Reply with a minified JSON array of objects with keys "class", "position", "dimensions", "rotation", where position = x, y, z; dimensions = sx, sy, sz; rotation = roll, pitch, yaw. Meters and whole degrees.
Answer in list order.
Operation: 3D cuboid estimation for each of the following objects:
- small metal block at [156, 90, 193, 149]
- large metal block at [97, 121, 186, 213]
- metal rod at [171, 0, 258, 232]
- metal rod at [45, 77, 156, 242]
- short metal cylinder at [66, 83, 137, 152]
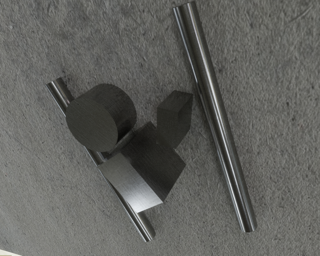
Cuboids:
[{"class":"small metal block","position":[0.018,-0.011,0.373],"dimensions":[0.025,0.050,0.050],"rotation":[15,124,20]},{"class":"large metal block","position":[-0.021,0.050,0.412],"dimensions":[0.050,0.080,0.080],"rotation":[-32,101,38]},{"class":"metal rod","position":[0.072,0.004,0.370],"dimensions":[0.025,0.025,0.298],"rotation":[-7,115,31]},{"class":"metal rod","position":[-0.086,0.059,0.486],"dimensions":[0.025,0.025,0.299],"rotation":[-17,110,34]},{"class":"short metal cylinder","position":[-0.079,-0.014,0.422],"dimensions":[0.080,0.050,0.079],"rotation":[13,124,20]}]
